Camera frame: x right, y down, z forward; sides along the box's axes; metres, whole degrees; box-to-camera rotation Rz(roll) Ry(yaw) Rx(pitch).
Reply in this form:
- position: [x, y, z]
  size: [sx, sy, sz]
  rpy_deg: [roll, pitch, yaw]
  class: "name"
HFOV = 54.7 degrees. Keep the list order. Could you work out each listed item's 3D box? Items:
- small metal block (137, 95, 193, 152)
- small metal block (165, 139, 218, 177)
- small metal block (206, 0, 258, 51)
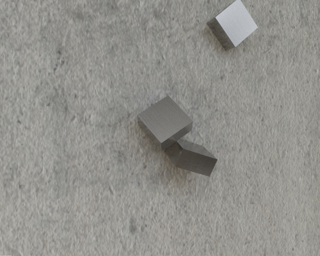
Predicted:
- position: [0.006, -0.006, 0.399]
  size: [0.050, 0.025, 0.050]
  rpy_deg: [-34, 66, -17]
  class: "small metal block"
- position: [0.040, 0.036, 0.409]
  size: [0.050, 0.050, 0.025]
  rpy_deg: [19, 101, -20]
  class: "small metal block"
- position: [0.105, -0.149, 0.449]
  size: [0.050, 0.025, 0.050]
  rpy_deg: [-42, 104, -15]
  class: "small metal block"
